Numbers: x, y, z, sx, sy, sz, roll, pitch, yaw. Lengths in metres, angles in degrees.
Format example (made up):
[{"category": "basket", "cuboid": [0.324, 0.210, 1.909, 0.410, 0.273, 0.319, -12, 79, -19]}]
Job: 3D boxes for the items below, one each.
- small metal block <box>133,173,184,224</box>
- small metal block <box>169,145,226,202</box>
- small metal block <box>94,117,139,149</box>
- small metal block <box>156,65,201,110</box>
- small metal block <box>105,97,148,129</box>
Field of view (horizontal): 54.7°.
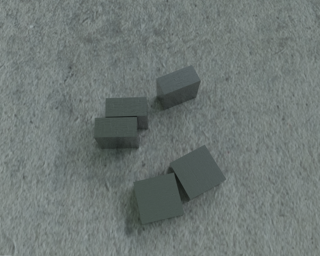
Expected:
[{"category": "small metal block", "cuboid": [-0.002, 0.086, 0.377, 0.050, 0.025, 0.050, -12, 71, -5]}, {"category": "small metal block", "cuboid": [0.046, 0.057, 0.388, 0.050, 0.025, 0.050, -27, 73, -10]}, {"category": "small metal block", "cuboid": [-0.053, 0.007, 0.392, 0.050, 0.050, 0.025, -1, 70, -1]}, {"category": "small metal block", "cuboid": [0.023, -0.053, 0.415, 0.050, 0.050, 0.025, -23, 72, -8]}, {"category": "small metal block", "cuboid": [-0.041, -0.017, 0.401, 0.050, 0.050, 0.025, -2, 70, -1]}]
